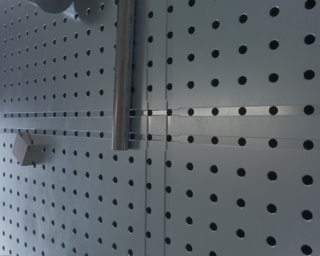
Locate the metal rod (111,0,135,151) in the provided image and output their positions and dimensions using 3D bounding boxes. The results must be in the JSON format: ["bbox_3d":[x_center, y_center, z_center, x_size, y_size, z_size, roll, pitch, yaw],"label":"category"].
[{"bbox_3d":[-0.052,-0.117,0.452,0.025,0.025,0.298,5,93,40],"label":"metal rod"}]

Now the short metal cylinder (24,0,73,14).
[{"bbox_3d":[-0.196,-0.244,0.535,0.050,0.081,0.079,31,110,35],"label":"short metal cylinder"}]

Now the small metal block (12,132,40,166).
[{"bbox_3d":[-0.278,0.043,0.639,0.050,0.025,0.050,38,113,33],"label":"small metal block"}]
